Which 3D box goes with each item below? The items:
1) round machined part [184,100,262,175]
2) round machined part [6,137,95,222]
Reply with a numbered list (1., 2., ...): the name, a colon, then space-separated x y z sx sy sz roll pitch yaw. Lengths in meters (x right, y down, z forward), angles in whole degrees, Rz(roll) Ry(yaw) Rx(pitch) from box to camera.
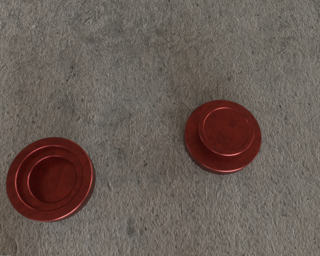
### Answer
1. round machined part: 0.081 0.008 0.397 0.099 0.042 0.098 0 70 0
2. round machined part: -0.127 0.063 0.375 0.099 0.042 0.098 0 70 0
